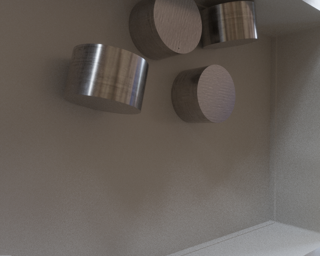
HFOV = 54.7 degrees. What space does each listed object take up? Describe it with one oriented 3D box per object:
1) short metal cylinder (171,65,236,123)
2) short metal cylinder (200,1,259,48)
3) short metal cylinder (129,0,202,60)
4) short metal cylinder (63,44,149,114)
[{"bbox_3d":[0.063,-0.047,0.442,0.081,0.050,0.080,0,90,-40],"label":"short metal cylinder"},{"bbox_3d":[0.101,-0.149,0.455,0.081,0.080,0.050,-13,99,-39],"label":"short metal cylinder"},{"bbox_3d":[0.008,-0.131,0.396,0.081,0.050,0.080,0,90,-40],"label":"short metal cylinder"},{"bbox_3d":[-0.055,-0.048,0.324,0.081,0.080,0.050,16,80,-39],"label":"short metal cylinder"}]
